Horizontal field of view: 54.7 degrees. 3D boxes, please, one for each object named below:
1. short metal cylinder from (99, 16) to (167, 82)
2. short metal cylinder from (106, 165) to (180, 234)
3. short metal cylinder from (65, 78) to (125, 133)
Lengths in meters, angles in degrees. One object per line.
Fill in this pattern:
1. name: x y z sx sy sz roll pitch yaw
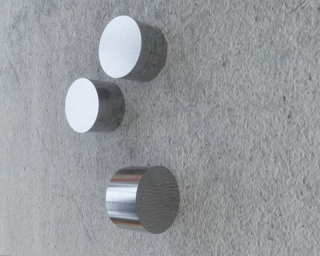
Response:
1. short metal cylinder: -0.037 -0.105 0.420 0.080 0.050 0.080 0 90 40
2. short metal cylinder: -0.020 0.087 0.386 0.050 0.081 0.080 -8 85 40
3. short metal cylinder: -0.099 -0.033 0.471 0.080 0.050 0.080 0 90 40
